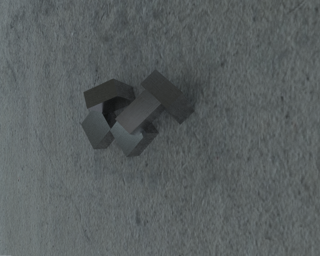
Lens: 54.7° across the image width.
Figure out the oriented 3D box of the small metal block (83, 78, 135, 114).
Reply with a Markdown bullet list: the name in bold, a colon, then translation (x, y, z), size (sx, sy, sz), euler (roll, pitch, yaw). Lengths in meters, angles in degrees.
- **small metal block**: translation (-0.070, -0.043, 0.436), size (0.050, 0.050, 0.025), euler (-20, 77, 21)

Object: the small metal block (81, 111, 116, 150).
- **small metal block**: translation (-0.090, -0.002, 0.476), size (0.050, 0.025, 0.050), euler (-47, 62, 30)

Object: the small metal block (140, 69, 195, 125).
- **small metal block**: translation (0.010, -0.037, 0.375), size (0.025, 0.050, 0.050), euler (-45, 60, 0)

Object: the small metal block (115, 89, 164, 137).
- **small metal block**: translation (-0.023, -0.017, 0.381), size (0.050, 0.050, 0.025), euler (-44, 82, 0)

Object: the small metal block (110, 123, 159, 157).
- **small metal block**: translation (-0.037, 0.005, 0.433), size (0.050, 0.025, 0.050), euler (-49, 61, 28)
